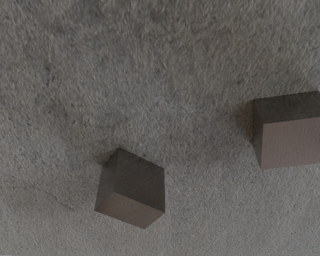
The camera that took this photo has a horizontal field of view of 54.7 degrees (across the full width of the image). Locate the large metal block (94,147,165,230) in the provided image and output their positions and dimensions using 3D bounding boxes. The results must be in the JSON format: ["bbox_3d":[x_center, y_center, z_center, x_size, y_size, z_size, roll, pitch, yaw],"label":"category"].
[{"bbox_3d":[-0.040,0.086,0.444,0.080,0.080,0.050,29,124,-23],"label":"large metal block"}]

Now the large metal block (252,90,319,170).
[{"bbox_3d":[0.165,0.004,0.397,0.080,0.050,0.080,-7,130,6],"label":"large metal block"}]
